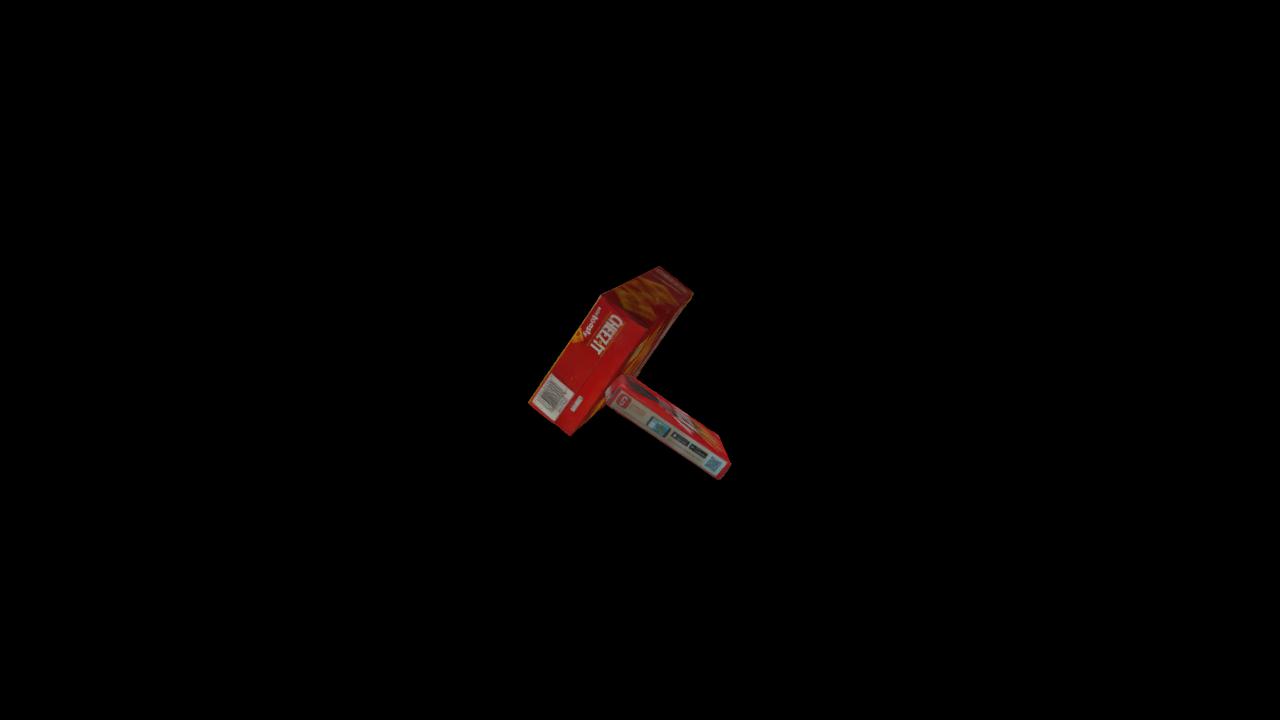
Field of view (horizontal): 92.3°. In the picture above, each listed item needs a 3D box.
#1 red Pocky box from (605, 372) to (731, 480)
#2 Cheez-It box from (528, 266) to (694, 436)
[{"bbox_3d":[0.030,0.068,0.689,0.155,0.028,0.083,35,10,-12],"label":"red Pocky box"},{"bbox_3d":[-0.026,-0.019,0.762,0.071,0.166,0.223,38,23,5],"label":"Cheez-It box"}]
